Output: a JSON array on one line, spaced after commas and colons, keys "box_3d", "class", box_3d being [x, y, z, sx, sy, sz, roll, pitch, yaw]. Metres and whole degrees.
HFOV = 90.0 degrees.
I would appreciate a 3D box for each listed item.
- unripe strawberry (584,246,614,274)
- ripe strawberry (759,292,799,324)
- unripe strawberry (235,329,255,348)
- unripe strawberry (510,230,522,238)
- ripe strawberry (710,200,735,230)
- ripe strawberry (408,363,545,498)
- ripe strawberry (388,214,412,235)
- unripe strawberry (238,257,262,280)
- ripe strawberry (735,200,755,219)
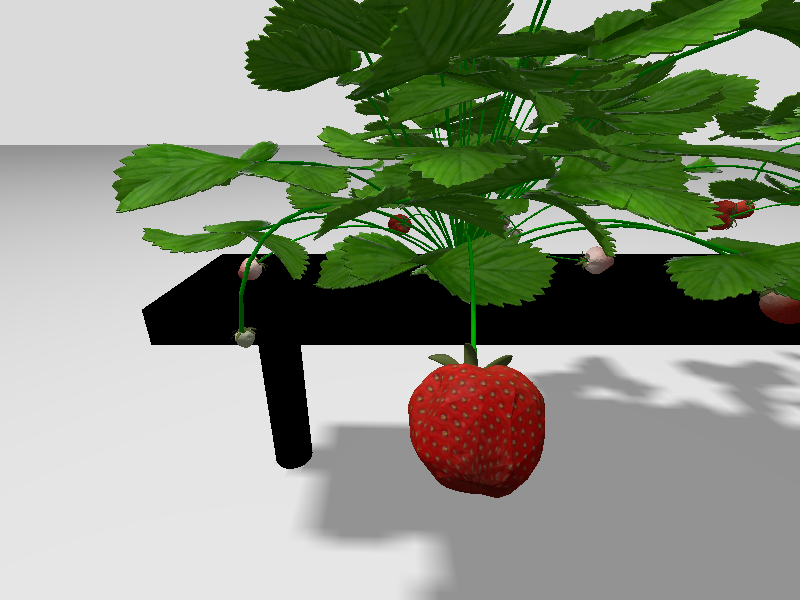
[{"box_3d": [0.185, -0.036, 0.370, 0.026, 0.025, 0.024, 0, 23, -2], "class": "unripe strawberry"}, {"box_3d": [0.268, 0.004, 0.276, 0.028, 0.028, 0.026, -40, 0, 33], "class": "ripe strawberry"}, {"box_3d": [-0.080, 0.020, 0.207, 0.009, 0.010, 0.010, 17, 29, 35], "class": "unripe strawberry"}, {"box_3d": [0.140, -0.079, 0.484, 0.014, 0.013, 0.013, 15, 45, 31], "class": "unripe strawberry"}, {"box_3d": [0.420, -0.113, 0.530, 0.034, 0.039, 0.037, -10, 23, -23], "class": "ripe strawberry"}, {"box_3d": [0.027, 0.047, 0.144, 0.050, 0.045, 0.045, 3, 34, 6], "class": "ripe strawberry"}, {"box_3d": [-0.001, -0.094, 0.501, 0.029, 0.026, 0.027, -8, 11, -19], "class": "ripe strawberry"}, {"box_3d": [-0.132, -0.027, 0.352, 0.022, 0.019, 0.022, -33, 22, 9], "class": "unripe strawberry"}, {"box_3d": [0.507, -0.133, 0.596, 0.030, 0.025, 0.030, 0, -24, 0], "class": "ripe strawberry"}]
